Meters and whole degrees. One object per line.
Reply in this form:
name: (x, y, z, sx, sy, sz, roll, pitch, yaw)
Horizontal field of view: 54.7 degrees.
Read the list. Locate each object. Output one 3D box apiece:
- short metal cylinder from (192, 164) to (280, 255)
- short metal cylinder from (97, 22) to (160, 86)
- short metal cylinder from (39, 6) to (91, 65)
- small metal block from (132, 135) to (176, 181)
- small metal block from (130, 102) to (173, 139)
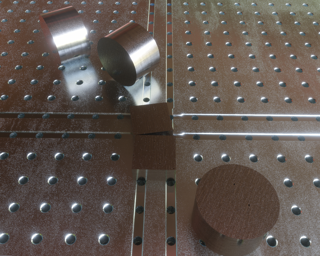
short metal cylinder: (0.075, 0.085, 0.321, 0.081, 0.050, 0.080, 0, 50, 0)
short metal cylinder: (-0.047, -0.110, 0.464, 0.080, 0.080, 0.050, 33, 58, 24)
short metal cylinder: (-0.151, -0.147, 0.494, 0.050, 0.080, 0.080, -26, 55, -20)
small metal block: (-0.006, 0.036, 0.377, 0.050, 0.025, 0.050, 1, 50, 1)
small metal block: (-0.012, -0.005, 0.412, 0.050, 0.025, 0.050, -7, 50, -6)
